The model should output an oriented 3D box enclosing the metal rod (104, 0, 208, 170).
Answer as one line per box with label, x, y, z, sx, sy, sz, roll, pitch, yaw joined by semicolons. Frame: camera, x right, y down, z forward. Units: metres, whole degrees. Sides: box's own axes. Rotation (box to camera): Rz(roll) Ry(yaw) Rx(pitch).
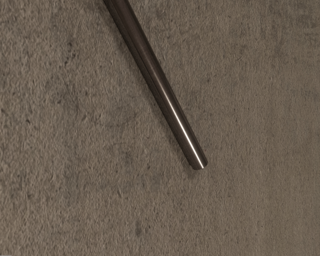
metal rod;-0.007;-0.068;0.400;0.025;0.025;0.299;-43;116;-32
